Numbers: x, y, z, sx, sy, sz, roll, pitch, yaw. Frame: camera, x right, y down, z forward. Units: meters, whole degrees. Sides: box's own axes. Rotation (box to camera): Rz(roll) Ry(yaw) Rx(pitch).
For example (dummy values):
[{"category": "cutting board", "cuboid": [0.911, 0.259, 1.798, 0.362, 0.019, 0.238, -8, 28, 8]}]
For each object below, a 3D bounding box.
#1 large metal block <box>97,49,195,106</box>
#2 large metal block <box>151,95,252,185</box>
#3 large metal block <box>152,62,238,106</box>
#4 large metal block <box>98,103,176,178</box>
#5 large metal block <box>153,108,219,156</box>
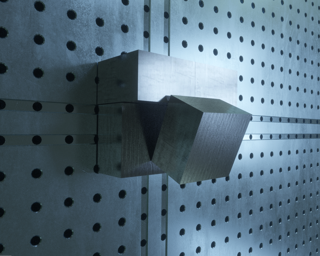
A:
[{"category": "large metal block", "cuboid": [-0.017, -0.052, 0.360, 0.081, 0.080, 0.050, 1, 90, -40]}, {"category": "large metal block", "cuboid": [0.046, 0.011, 0.347, 0.081, 0.050, 0.079, 0, 114, -40]}, {"category": "large metal block", "cuboid": [0.045, -0.051, 0.412, 0.081, 0.080, 0.050, 1, 90, -40]}, {"category": "large metal block", "cuboid": [-0.026, 0.013, 0.371, 0.081, 0.050, 0.079, 1, 90, -40]}, {"category": "large metal block", "cuboid": [0.037, 0.014, 0.423, 0.081, 0.050, 0.079, 1, 90, -40]}]
